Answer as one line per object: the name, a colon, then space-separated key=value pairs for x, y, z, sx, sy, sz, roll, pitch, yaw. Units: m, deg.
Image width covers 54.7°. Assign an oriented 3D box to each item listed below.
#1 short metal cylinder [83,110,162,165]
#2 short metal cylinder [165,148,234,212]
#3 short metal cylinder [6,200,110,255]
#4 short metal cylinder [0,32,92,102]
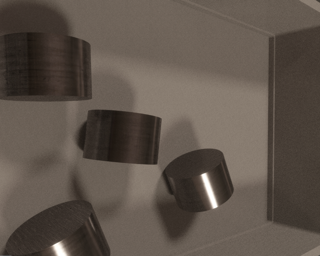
short metal cylinder: x=-0.040 y=0.011 z=0.339 sx=0.081 sy=0.080 sz=0.050 roll=9 pitch=84 yaw=-40
short metal cylinder: x=0.053 y=0.068 z=0.418 sx=0.081 sy=0.080 sz=0.050 roll=-32 pitch=110 yaw=-36
short metal cylinder: x=-0.094 y=0.112 z=0.294 sx=0.081 sy=0.080 sz=0.050 roll=-29 pitch=109 yaw=-36
short metal cylinder: x=-0.104 y=-0.052 z=0.284 sx=0.081 sy=0.080 sz=0.050 roll=-3 pitch=92 yaw=-40
